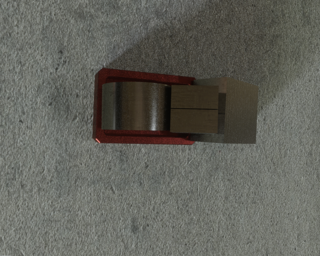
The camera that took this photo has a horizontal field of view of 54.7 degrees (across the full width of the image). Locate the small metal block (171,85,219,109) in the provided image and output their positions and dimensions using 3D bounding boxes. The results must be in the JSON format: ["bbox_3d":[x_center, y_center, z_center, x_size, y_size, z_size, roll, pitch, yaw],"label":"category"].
[{"bbox_3d":[0.040,-0.032,0.356,0.050,0.050,0.025,2,88,6],"label":"small metal block"}]

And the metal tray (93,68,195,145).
[{"bbox_3d":[-0.018,-0.025,0.401,0.131,0.030,0.089,2,89,-20],"label":"metal tray"}]

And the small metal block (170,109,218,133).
[{"bbox_3d":[0.039,-0.007,0.355,0.050,0.050,0.025,2,88,6],"label":"small metal block"}]

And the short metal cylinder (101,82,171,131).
[{"bbox_3d":[-0.026,-0.023,0.358,0.081,0.080,0.050,1,90,-20],"label":"short metal cylinder"}]

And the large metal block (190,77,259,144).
[{"bbox_3d":[0.088,-0.020,0.414,0.081,0.050,0.080,4,89,-46],"label":"large metal block"}]
